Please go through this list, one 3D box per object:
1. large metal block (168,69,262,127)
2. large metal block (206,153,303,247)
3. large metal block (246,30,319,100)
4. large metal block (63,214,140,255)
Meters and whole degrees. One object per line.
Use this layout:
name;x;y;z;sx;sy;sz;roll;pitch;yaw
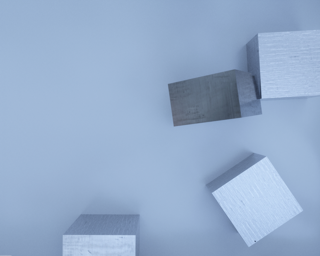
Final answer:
large metal block;0.068;-0.034;0.369;0.080;0.080;0.050;-8;90;33
large metal block;0.119;0.089;0.401;0.080;0.050;0.080;-34;90;0
large metal block;0.161;-0.078;0.401;0.081;0.050;0.079;-3;90;-1
large metal block;-0.068;0.143;0.383;0.081;0.080;0.050;1;90;-1
